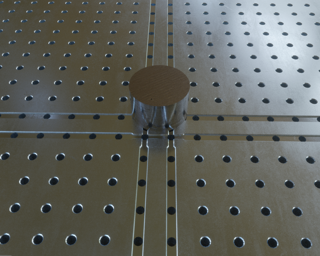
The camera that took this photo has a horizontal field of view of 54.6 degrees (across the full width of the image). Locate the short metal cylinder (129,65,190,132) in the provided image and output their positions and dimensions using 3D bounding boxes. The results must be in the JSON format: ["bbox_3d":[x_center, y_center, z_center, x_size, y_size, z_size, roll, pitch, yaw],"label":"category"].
[{"bbox_3d":[-0.001,-0.041,0.426,0.080,0.050,0.080,0,50,0],"label":"short metal cylinder"}]
